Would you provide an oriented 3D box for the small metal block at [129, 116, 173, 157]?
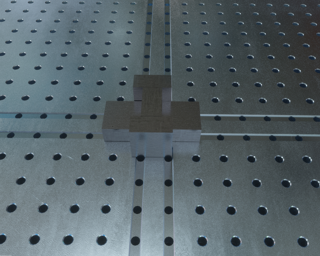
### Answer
[{"bbox_3d":[-0.010,0.011,0.381,0.050,0.050,0.025,1,50,0],"label":"small metal block"}]

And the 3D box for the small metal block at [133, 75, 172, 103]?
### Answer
[{"bbox_3d":[-0.010,-0.046,0.430,0.050,0.050,0.025,1,50,0],"label":"small metal block"}]

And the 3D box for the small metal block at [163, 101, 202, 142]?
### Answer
[{"bbox_3d":[0.028,-0.009,0.415,0.050,0.025,0.050,1,50,0],"label":"small metal block"}]

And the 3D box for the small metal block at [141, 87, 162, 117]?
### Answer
[{"bbox_3d":[-0.010,-0.018,0.405,0.025,0.050,0.050,1,50,0],"label":"small metal block"}]

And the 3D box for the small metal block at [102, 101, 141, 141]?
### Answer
[{"bbox_3d":[-0.048,-0.010,0.415,0.050,0.025,0.050,0,50,0],"label":"small metal block"}]
